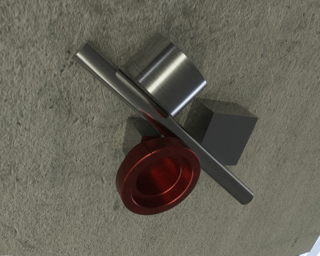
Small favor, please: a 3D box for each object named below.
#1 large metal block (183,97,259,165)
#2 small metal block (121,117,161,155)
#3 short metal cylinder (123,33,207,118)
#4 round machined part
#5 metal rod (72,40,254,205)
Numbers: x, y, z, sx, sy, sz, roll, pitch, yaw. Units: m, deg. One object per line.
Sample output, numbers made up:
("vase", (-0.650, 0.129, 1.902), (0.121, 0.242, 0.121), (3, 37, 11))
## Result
("large metal block", (0.080, 0.006, 0.442), (0.081, 0.050, 0.079), (4, 116, -31))
("small metal block", (-0.025, 0.019, 0.392), (0.025, 0.050, 0.050), (-2, 120, -28))
("short metal cylinder", (0.005, -0.057, 0.342), (0.050, 0.080, 0.080), (-45, 130, 2))
("round machined part", (-0.005, 0.051, 0.364), (0.099, 0.042, 0.097), (-14, 126, -20))
("metal rod", (0.021, 0.009, 0.379), (0.025, 0.025, 0.300), (-47, 115, 4))
